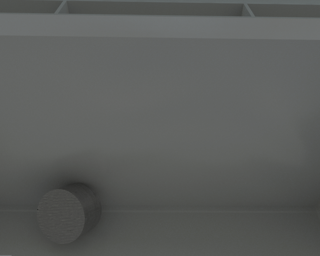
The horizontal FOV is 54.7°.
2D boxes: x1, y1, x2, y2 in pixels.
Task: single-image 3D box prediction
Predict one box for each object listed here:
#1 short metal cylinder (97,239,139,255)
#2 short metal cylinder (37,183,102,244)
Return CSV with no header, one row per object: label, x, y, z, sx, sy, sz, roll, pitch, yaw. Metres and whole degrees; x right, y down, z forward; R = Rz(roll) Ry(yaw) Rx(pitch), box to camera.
short metal cylinder,-0.085,0.264,0.600,0.081,0.080,0.050,13,129,-11
short metal cylinder,-0.137,0.128,0.473,0.080,0.050,0.080,0,91,17
